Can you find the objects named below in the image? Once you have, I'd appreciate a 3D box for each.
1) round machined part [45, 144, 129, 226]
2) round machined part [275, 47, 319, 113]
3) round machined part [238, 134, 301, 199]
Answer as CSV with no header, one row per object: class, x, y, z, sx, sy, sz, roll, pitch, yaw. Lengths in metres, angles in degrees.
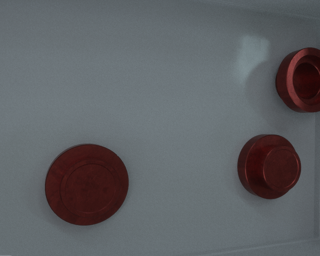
round machined part,-0.085,0.068,0.370,0.099,0.042,0.097,0,90,-20
round machined part,0.221,-0.072,0.483,0.099,0.042,0.097,0,90,-20
round machined part,0.170,0.059,0.464,0.099,0.042,0.097,0,90,-20
